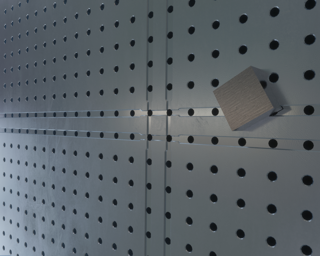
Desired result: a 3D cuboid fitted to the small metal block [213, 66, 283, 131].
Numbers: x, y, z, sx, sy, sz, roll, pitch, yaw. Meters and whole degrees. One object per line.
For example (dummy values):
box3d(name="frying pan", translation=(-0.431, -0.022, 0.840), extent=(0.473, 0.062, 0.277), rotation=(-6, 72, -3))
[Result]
box3d(name="small metal block", translation=(0.093, -0.030, 0.333), extent=(0.050, 0.025, 0.050), rotation=(-34, 69, 34))
